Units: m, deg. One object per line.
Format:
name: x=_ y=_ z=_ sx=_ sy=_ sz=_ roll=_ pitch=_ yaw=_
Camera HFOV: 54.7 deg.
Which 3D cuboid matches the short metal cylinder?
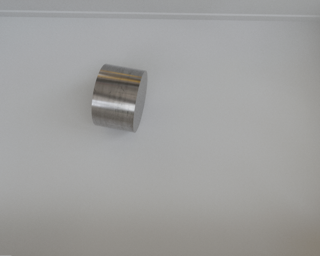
short metal cylinder: x=-0.049 y=-0.038 z=0.394 sx=0.050 sy=0.080 sz=0.080 roll=11 pitch=70 yaw=3
